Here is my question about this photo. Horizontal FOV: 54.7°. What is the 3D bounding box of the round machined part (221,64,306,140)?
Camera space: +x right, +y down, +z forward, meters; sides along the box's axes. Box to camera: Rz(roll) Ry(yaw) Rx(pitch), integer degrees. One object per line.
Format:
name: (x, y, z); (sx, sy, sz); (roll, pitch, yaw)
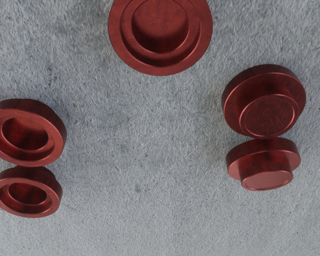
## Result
round machined part: (0.127, -0.024, 0.376); (0.099, 0.042, 0.097); (0, 130, 0)

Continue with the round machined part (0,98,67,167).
round machined part: (-0.169, 0.002, 0.396); (0.099, 0.042, 0.097); (0, 130, 0)

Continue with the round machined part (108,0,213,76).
round machined part: (0.001, -0.104, 0.307); (0.099, 0.042, 0.097); (0, 130, 0)

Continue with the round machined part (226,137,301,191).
round machined part: (0.143, 0.055, 0.428); (0.099, 0.042, 0.098); (-2, 147, -1)

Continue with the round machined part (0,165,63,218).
round machined part: (-0.198, 0.091, 0.472); (0.099, 0.042, 0.097); (0, 130, 0)
